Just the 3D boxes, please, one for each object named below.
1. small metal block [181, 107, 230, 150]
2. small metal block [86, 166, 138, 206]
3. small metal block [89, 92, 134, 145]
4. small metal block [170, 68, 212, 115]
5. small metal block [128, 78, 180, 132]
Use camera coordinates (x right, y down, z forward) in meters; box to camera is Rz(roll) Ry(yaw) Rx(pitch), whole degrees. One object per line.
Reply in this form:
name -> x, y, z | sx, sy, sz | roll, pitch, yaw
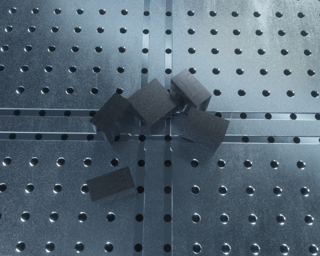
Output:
small metal block -> 0.057, 0.002, 0.399 | 0.050, 0.050, 0.025 | 21, 72, 7
small metal block -> -0.056, 0.071, 0.372 | 0.050, 0.050, 0.025 | -19, 72, -7
small metal block -> -0.061, -0.011, 0.402 | 0.025, 0.050, 0.050 | 36, 74, 12
small metal block -> 0.040, -0.044, 0.415 | 0.025, 0.050, 0.050 | -37, 75, -13
small metal block -> -0.009, -0.031, 0.423 | 0.050, 0.025, 0.050 | -39, 75, -13
